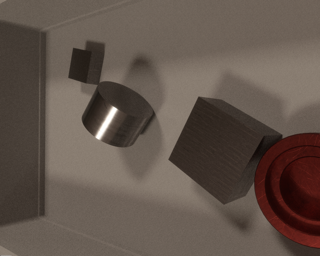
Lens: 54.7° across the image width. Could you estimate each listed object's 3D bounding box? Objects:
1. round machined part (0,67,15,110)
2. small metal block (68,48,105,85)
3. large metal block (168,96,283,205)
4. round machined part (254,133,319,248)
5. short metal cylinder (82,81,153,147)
[{"bbox_3d":[-0.374,-0.091,0.702,0.098,0.042,0.097,0,90,39],"label":"round machined part"},{"bbox_3d":[-0.120,-0.100,0.503,0.050,0.025,0.050,20,103,38],"label":"small metal block"},{"bbox_3d":[0.068,0.021,0.333,0.080,0.050,0.079,37,112,33],"label":"large metal block"},{"bbox_3d":[0.141,0.053,0.279,0.098,0.042,0.097,0,90,39],"label":"round machined part"},{"bbox_3d":[-0.057,-0.019,0.416,0.080,0.081,0.050,48,118,29],"label":"short metal cylinder"}]
